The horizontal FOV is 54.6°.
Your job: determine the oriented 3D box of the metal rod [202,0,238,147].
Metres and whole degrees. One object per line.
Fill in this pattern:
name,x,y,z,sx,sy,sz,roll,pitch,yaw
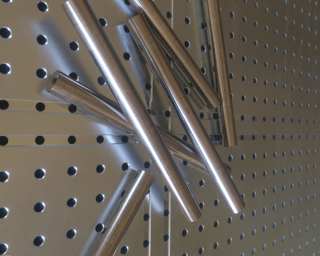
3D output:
metal rod,0.089,-0.118,0.481,0.025,0.025,0.298,-15,100,-39

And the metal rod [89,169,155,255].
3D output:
metal rod,-0.086,0.180,0.336,0.025,0.025,0.300,44,64,-31

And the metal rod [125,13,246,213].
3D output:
metal rod,0.040,-0.010,0.417,0.025,0.025,0.299,-39,107,-33

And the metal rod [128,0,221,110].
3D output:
metal rod,-0.004,-0.136,0.404,0.300,0.025,0.025,49,61,-29

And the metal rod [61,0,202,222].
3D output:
metal rod,-0.019,-0.003,0.358,0.025,0.025,0.299,-44,119,-31

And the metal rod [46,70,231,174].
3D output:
metal rod,-0.003,0.011,0.405,0.301,0.025,0.025,29,72,-36
